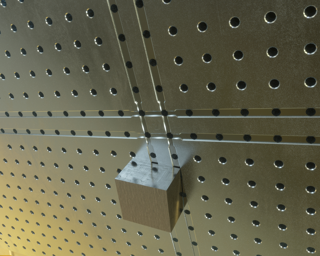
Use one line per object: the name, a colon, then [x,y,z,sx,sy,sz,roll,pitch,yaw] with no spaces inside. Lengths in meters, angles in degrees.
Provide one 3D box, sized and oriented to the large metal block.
large metal block: [-0.014,0.100,0.463,0.080,0.050,0.079,8,122,23]
